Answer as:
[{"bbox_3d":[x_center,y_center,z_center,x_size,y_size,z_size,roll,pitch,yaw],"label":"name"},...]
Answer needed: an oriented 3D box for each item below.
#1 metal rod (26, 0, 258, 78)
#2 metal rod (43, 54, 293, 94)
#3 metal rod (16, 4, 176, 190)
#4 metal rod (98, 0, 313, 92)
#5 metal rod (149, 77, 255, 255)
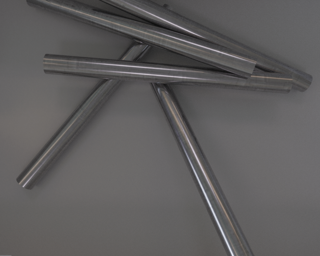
[{"bbox_3d":[-0.030,-0.122,0.386,0.301,0.025,0.025,20,90,9],"label":"metal rod"},{"bbox_3d":[0.011,-0.067,0.386,0.302,0.025,0.025,5,90,-1],"label":"metal rod"},{"bbox_3d":[-0.082,-0.041,0.410,0.025,0.025,0.300,40,90,0],"label":"metal rod"},{"bbox_3d":[0.056,-0.116,0.393,0.302,0.025,0.025,22,90,-8],"label":"metal rod"},{"bbox_3d":[0.052,0.059,0.352,0.025,0.025,0.299,-24,66,0],"label":"metal rod"}]
